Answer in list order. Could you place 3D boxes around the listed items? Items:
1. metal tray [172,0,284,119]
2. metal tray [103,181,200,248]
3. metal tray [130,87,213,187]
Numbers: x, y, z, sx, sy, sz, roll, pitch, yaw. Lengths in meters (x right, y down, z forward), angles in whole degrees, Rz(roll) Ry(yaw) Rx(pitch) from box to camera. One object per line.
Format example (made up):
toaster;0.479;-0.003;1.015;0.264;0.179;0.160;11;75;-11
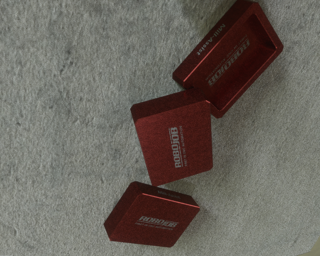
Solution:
metal tray;0.090;-0.086;0.401;0.130;0.030;0.090;-48;129;5
metal tray;-0.010;0.139;0.486;0.131;0.030;0.090;23;106;-37
metal tray;0.020;0.016;0.404;0.091;0.030;0.129;-16;134;-5
